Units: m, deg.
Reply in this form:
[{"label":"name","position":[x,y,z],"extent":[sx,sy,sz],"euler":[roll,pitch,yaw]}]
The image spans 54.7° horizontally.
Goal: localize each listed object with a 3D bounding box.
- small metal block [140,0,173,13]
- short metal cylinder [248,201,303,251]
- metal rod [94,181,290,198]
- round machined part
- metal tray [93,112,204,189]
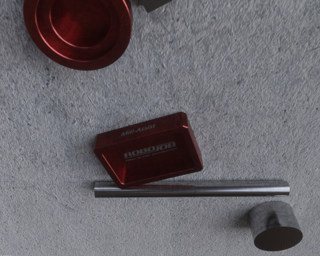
[{"label":"small metal block","position":[-0.001,-0.144,0.285],"extent":[0.050,0.025,0.050],"euler":[-22,127,17]},{"label":"short metal cylinder","position":[0.199,0.172,0.540],"extent":[0.081,0.050,0.079],"euler":[0,130,0]},{"label":"metal rod","position":[0.050,0.097,0.490],"extent":[0.302,0.025,0.025],"euler":[0,130,-1]},{"label":"round machined part","position":[-0.076,-0.109,0.302],"extent":[0.099,0.042,0.097],"euler":[-1,130,0]},{"label":"metal tray","position":[-0.014,0.035,0.433],"extent":[0.130,0.030,0.090],"euler":[-15,129,12]}]
